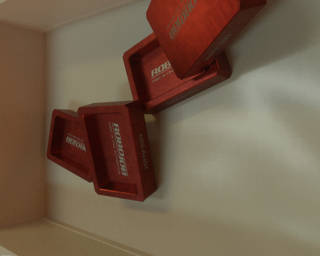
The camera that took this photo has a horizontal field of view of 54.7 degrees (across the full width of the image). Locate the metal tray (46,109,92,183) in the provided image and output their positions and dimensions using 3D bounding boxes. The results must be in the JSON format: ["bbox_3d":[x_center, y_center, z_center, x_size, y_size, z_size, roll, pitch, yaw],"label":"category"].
[{"bbox_3d":[-0.135,0.025,0.511,0.130,0.030,0.089,18,101,38],"label":"metal tray"}]

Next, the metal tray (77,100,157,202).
[{"bbox_3d":[-0.058,0.030,0.421,0.090,0.030,0.129,0,106,34],"label":"metal tray"}]

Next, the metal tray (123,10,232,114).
[{"bbox_3d":[0.015,-0.080,0.389,0.130,0.030,0.090,-24,75,37],"label":"metal tray"}]

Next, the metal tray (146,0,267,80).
[{"bbox_3d":[0.034,-0.115,0.299,0.090,0.030,0.129,64,156,8],"label":"metal tray"}]
